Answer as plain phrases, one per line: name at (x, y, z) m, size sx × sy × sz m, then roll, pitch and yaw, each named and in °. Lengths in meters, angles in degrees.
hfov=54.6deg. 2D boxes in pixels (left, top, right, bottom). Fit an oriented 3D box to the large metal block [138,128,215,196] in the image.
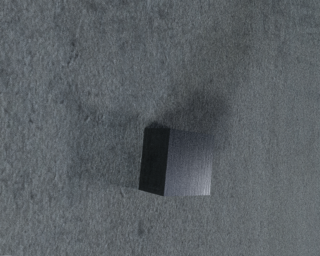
large metal block at (0.023, 0.044, 0.407) m, size 0.081 × 0.050 × 0.080 m, roll 9°, pitch 84°, yaw -40°
